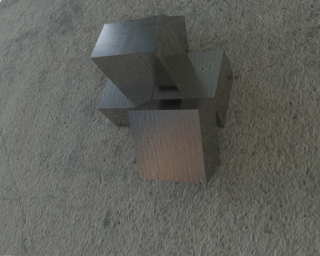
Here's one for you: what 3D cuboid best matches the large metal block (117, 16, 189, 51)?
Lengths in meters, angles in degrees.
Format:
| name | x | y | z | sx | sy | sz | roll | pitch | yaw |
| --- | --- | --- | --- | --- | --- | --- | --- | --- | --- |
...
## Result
| name | x | y | z | sx | sy | sz | roll | pitch | yaw |
| --- | --- | --- | --- | --- | --- | --- | --- | --- | --- |
| large metal block | -0.014 | -0.130 | 0.448 | 0.080 | 0.050 | 0.080 | 0 | 18 | 28 |

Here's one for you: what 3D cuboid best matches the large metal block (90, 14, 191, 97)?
| name | x | y | z | sx | sy | sz | roll | pitch | yaw |
| --- | --- | --- | --- | --- | --- | --- | --- | --- | --- |
| large metal block | -0.019 | -0.080 | 0.364 | 0.080 | 0.080 | 0.050 | 1 | 63 | 28 |

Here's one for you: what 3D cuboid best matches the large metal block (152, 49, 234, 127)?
| name | x | y | z | sx | sy | sz | roll | pitch | yaw |
| --- | --- | --- | --- | --- | --- | --- | --- | --- | --- |
| large metal block | 0.042 | -0.048 | 0.394 | 0.080 | 0.050 | 0.080 | 1 | 62 | 28 |

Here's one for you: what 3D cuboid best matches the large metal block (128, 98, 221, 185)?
| name | x | y | z | sx | sy | sz | roll | pitch | yaw |
| --- | --- | --- | --- | --- | --- | --- | --- | --- | --- |
| large metal block | 0.018 | 0.012 | 0.344 | 0.080 | 0.079 | 0.050 | 1 | 18 | 28 |

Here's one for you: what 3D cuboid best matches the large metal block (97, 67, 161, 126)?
| name | x | y | z | sx | sy | sz | roll | pitch | yaw |
| --- | --- | --- | --- | --- | --- | --- | --- | --- | --- |
| large metal block | -0.029 | -0.049 | 0.431 | 0.080 | 0.050 | 0.080 | 1 | 62 | 28 |
